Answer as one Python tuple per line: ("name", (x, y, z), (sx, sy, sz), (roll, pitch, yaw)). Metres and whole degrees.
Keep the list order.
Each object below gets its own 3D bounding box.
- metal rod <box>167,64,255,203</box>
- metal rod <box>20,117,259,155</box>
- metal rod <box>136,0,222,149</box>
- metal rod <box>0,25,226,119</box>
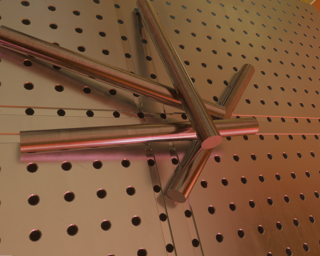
("metal rod", (0.089, -0.012, 0.465), (0.025, 0.025, 0.301), (39, 51, -3))
("metal rod", (-0.006, 0.006, 0.381), (0.303, 0.025, 0.025), (-4, 64, -23))
("metal rod", (0.015, -0.097, 0.436), (0.025, 0.025, 0.299), (2, 49, -28))
("metal rod", (-0.053, -0.065, 0.405), (0.302, 0.025, 0.025), (18, 54, -12))
